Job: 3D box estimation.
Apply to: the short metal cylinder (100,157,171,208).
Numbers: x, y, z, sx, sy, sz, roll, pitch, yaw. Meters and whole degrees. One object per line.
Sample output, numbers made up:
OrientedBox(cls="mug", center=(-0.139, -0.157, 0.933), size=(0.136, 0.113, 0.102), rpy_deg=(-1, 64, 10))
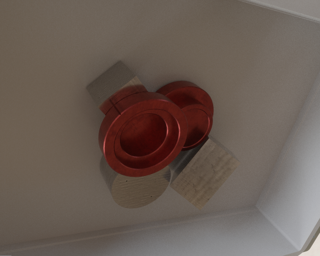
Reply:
OrientedBox(cls="short metal cylinder", center=(-0.033, 0.059, 0.410), size=(0.081, 0.050, 0.079), rpy_deg=(-14, 125, -21))

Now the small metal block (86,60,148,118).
OrientedBox(cls="small metal block", center=(-0.048, -0.042, 0.339), size=(0.050, 0.050, 0.025), rpy_deg=(-39, 130, -2))

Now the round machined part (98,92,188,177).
OrientedBox(cls="round machined part", center=(-0.022, 0.004, 0.350), size=(0.099, 0.042, 0.097), rpy_deg=(-14, 125, -21))

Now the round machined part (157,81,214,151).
OrientedBox(cls="round machined part", center=(0.030, -0.009, 0.406), size=(0.099, 0.042, 0.097), rpy_deg=(-14, 125, -21))

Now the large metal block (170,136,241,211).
OrientedBox(cls="large metal block", center=(0.061, 0.056, 0.432), size=(0.050, 0.080, 0.080), rpy_deg=(39, 97, 2))
